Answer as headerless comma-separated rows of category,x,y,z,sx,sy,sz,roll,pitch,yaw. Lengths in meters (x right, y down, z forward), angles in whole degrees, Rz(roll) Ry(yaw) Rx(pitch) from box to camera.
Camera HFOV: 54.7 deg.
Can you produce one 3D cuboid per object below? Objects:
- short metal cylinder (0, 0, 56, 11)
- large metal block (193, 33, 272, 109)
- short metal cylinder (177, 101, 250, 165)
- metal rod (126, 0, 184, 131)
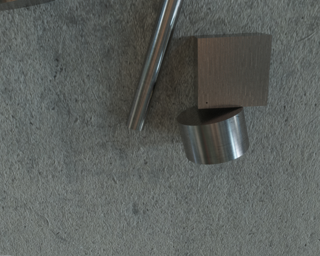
short metal cylinder,-0.150,-0.155,0.322,0.080,0.080,0.050,-11,110,4
large metal block,0.083,-0.070,0.371,0.080,0.050,0.079,-3,110,1
short metal cylinder,0.066,0.003,0.382,0.080,0.080,0.050,-13,110,5
metal rod,0.011,-0.136,0.359,0.025,0.025,0.298,16,109,-6
